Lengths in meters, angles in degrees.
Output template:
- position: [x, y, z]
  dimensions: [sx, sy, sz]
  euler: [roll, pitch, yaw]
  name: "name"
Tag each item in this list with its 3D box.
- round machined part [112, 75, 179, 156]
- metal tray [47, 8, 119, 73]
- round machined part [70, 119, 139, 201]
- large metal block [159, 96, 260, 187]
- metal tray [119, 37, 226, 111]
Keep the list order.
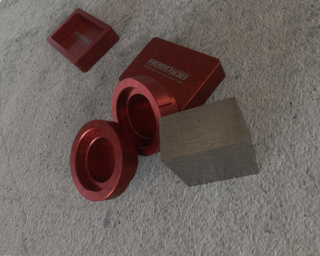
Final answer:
- position: [-0.015, -0.017, 0.387]
  dimensions: [0.042, 0.097, 0.098]
  euler: [-20, 38, -39]
  name: "round machined part"
- position: [-0.146, -0.166, 0.576]
  dimensions: [0.090, 0.030, 0.130]
  euler: [-47, 52, -5]
  name: "metal tray"
- position: [-0.065, 0.039, 0.386]
  dimensions: [0.098, 0.042, 0.097]
  euler: [-5, 82, 40]
  name: "round machined part"
- position: [0.053, 0.019, 0.328]
  dimensions: [0.080, 0.080, 0.050]
  euler: [-15, 56, 19]
  name: "large metal block"
- position: [0.013, -0.072, 0.437]
  dimensions: [0.130, 0.030, 0.090]
  euler: [32, 79, 37]
  name: "metal tray"
